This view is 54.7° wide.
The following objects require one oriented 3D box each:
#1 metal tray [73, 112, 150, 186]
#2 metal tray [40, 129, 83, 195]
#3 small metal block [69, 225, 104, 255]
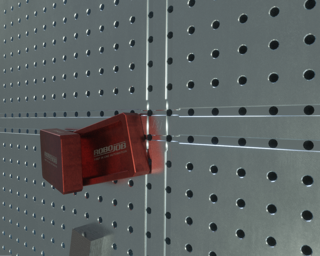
[{"bbox_3d":[-0.079,0.036,0.471,0.130,0.030,0.090,-17,79,38],"label":"metal tray"},{"bbox_3d":[-0.168,0.050,0.517,0.130,0.030,0.089,7,100,56],"label":"metal tray"},{"bbox_3d":[-0.122,0.196,0.511,0.050,0.025,0.050,14,99,39],"label":"small metal block"}]
